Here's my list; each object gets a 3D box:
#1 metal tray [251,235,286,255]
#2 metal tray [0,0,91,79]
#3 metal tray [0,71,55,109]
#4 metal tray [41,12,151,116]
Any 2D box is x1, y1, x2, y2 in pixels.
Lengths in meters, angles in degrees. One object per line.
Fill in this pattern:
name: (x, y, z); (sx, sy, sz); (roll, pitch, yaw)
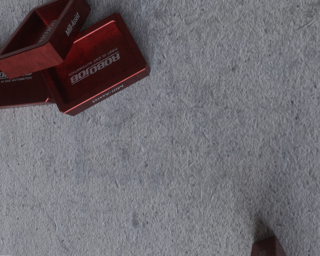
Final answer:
metal tray: (0.123, 0.175, 0.310); (0.030, 0.130, 0.090); (-28, 81, 18)
metal tray: (-0.154, -0.127, 0.415); (0.090, 0.030, 0.130); (-10, 47, 22)
metal tray: (-0.220, -0.079, 0.484); (0.130, 0.030, 0.089); (-4, 89, 19)
metal tray: (-0.090, -0.085, 0.422); (0.130, 0.030, 0.090); (-28, 81, 3)
